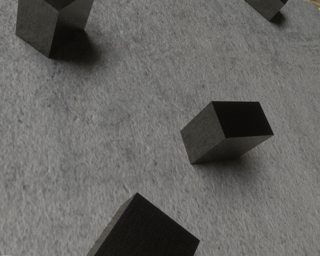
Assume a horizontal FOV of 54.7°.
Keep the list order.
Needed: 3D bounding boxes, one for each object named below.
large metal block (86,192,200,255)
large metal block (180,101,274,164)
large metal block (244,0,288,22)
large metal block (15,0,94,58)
[{"bbox_3d":[-0.020,0.125,0.302,0.080,0.050,0.080,39,51,-3],"label":"large metal block"},{"bbox_3d":[0.086,0.007,0.413,0.081,0.080,0.050,-2,63,-30],"label":"large metal block"},{"bbox_3d":[0.248,-0.304,0.711,0.080,0.050,0.080,41,51,-1],"label":"large metal block"},{"bbox_3d":[-0.130,-0.149,0.390,0.050,0.080,0.080,36,51,-5],"label":"large metal block"}]
